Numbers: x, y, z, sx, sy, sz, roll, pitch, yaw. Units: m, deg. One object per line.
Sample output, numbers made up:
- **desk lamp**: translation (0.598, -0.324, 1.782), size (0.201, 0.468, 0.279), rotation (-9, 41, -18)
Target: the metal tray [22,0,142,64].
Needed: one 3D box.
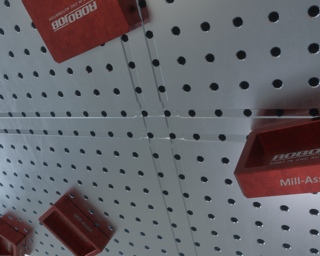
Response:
- **metal tray**: translation (-0.096, -0.141, 0.373), size (0.130, 0.030, 0.090), rotation (-12, 112, 33)

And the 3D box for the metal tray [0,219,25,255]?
- **metal tray**: translation (-0.397, 0.303, 0.806), size (0.090, 0.030, 0.129), rotation (28, 128, 10)

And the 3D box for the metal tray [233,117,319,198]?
- **metal tray**: translation (0.148, 0.024, 0.305), size (0.130, 0.090, 0.030), rotation (-15, 111, 34)

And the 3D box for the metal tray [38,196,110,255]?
- **metal tray**: translation (-0.176, 0.206, 0.629), size (0.130, 0.030, 0.090), rotation (46, 129, -4)
